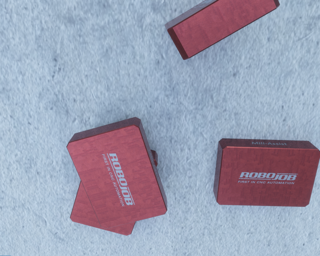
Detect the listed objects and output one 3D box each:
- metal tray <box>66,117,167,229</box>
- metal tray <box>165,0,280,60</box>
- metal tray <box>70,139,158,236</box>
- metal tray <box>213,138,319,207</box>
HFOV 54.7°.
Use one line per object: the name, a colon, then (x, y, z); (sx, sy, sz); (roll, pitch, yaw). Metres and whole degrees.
metal tray: (-0.051, 0.059, 0.396); (0.090, 0.030, 0.129); (-15, 110, 5)
metal tray: (0.052, -0.112, 0.313); (0.090, 0.130, 0.030); (-28, 108, 10)
metal tray: (-0.065, 0.083, 0.437); (0.091, 0.030, 0.129); (18, 109, -7)
metal tray: (0.145, 0.063, 0.432); (0.131, 0.030, 0.089); (2, 110, -1)
